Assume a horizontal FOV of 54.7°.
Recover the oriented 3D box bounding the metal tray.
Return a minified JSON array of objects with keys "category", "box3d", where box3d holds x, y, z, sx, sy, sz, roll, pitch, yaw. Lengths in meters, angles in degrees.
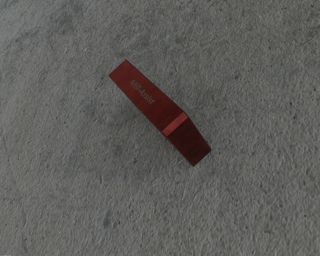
[{"category":"metal tray","box3d":[-0.001,-0.019,0.375,0.030,0.090,0.130,-43,51,-1]}]
